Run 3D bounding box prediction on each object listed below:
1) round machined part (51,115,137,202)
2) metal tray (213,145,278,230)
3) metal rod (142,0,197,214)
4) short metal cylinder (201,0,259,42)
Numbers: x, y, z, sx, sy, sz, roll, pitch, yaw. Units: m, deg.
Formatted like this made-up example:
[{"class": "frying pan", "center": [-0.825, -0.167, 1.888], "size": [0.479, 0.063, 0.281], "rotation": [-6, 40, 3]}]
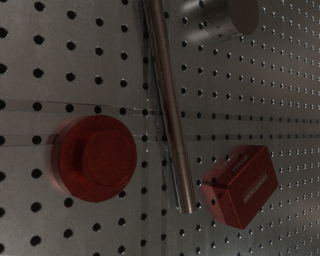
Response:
[{"class": "round machined part", "center": [-0.065, 0.034, 0.345], "size": [0.099, 0.042, 0.097], "rotation": [0, 90, -40]}, {"class": "metal tray", "center": [0.153, 0.099, 0.537], "size": [0.131, 0.030, 0.090], "rotation": [-35, 112, -35]}, {"class": "metal rod", "center": [0.015, -0.027, 0.423], "size": [0.025, 0.025, 0.298], "rotation": [-17, 101, -39]}, {"class": "short metal cylinder", "center": [0.111, -0.182, 0.489], "size": [0.081, 0.050, 0.079], "rotation": [0, 90, -40]}]
